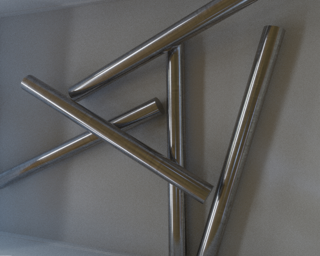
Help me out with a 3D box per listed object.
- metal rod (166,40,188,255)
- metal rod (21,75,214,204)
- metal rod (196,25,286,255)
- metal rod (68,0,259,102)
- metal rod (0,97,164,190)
[{"bbox_3d":[0.022,0.022,0.402,0.025,0.025,0.298,-1,90,20],"label":"metal rod"},{"bbox_3d":[-0.067,0.006,0.406,0.300,0.025,0.025,30,100,17],"label":"metal rod"},{"bbox_3d":[0.095,0.027,0.376,0.025,0.025,0.298,17,96,19],"label":"metal rod"},{"bbox_3d":[-0.003,-0.103,0.386,0.300,0.025,0.025,-23,82,28],"label":"metal rod"},{"bbox_3d":[-0.131,0.029,0.456,0.300,0.025,0.025,-24,82,18],"label":"metal rod"}]
